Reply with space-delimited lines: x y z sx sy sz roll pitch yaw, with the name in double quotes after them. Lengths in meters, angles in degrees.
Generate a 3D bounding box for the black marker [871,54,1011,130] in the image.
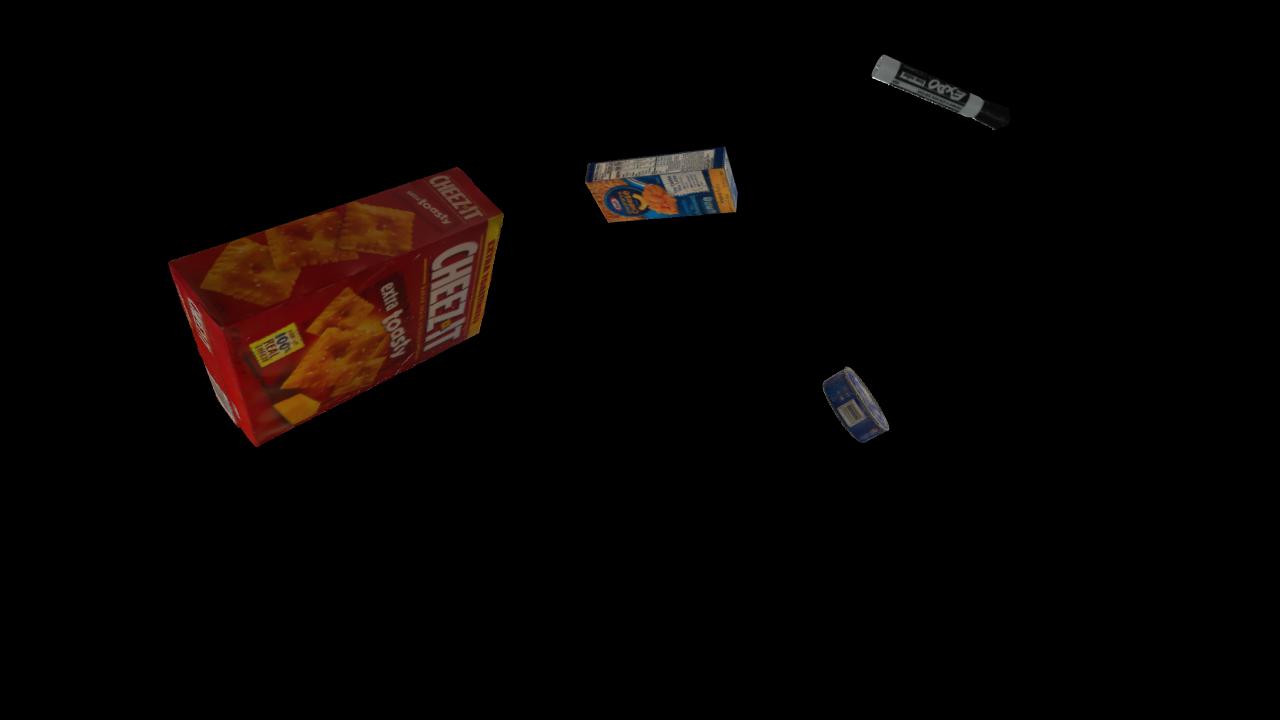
0.252 -0.221 0.511 0.121 0.020 0.020 21 -2 -4 "black marker"

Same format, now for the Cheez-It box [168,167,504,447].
-0.225 -0.044 0.496 0.223 0.071 0.166 -35 -15 -38 "Cheez-It box"

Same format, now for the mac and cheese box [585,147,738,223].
0.030 -0.228 0.814 0.184 0.041 0.093 -1 -22 19 "mac and cheese box"

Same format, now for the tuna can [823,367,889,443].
0.244 0.051 0.697 0.034 0.084 0.084 -36 -16 23 "tuna can"
